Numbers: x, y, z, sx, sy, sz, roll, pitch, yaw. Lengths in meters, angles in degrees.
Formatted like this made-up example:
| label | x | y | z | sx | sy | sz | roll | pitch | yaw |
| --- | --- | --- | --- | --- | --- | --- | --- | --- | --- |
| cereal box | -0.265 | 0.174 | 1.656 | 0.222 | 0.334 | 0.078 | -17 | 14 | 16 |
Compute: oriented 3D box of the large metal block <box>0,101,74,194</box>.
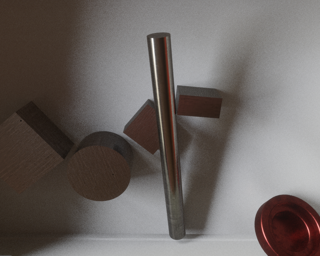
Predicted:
| label | x | y | z | sx | sy | sz | roll | pitch | yaw |
| --- | --- | --- | --- | --- | --- | --- | --- | --- | --- |
| large metal block | -0.176 | 0.025 | 0.405 | 0.080 | 0.050 | 0.080 | -37 | 106 | 12 |

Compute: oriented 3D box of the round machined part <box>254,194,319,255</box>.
| label | x | y | z | sx | sy | sz | roll | pitch | yaw |
| --- | --- | --- | --- | --- | --- | --- | --- | --- | --- |
| round machined part | 0.180 | 0.148 | 0.440 | 0.099 | 0.098 | 0.042 | 13 | 145 | -5 |

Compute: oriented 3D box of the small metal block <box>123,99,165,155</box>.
| label | x | y | z | sx | sy | sz | roll | pitch | yaw |
| --- | --- | --- | --- | --- | --- | --- | --- | --- | --- |
| small metal block | -0.012 | -0.001 | 0.411 | 0.050 | 0.025 | 0.050 | 38 | 105 | -13 |

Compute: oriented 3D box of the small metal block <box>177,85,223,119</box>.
| label | x | y | z | sx | sy | sz | roll | pitch | yaw |
| --- | --- | --- | --- | --- | --- | --- | --- | --- | --- |
| small metal block | 0.046 | -0.034 | 0.386 | 0.050 | 0.050 | 0.025 | 5 | 110 | -2 |

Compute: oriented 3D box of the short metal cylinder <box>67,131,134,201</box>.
| label | x | y | z | sx | sy | sz | roll | pitch | yaw |
| --- | --- | --- | --- | --- | --- | --- | --- | --- | --- |
| short metal cylinder | -0.078 | 0.050 | 0.415 | 0.081 | 0.050 | 0.079 | 0 | 110 | -1 |

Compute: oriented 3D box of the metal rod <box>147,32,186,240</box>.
| label | x | y | z | sx | sy | sz | roll | pitch | yaw |
| --- | --- | --- | --- | --- | --- | --- | --- | --- | --- |
| metal rod | 0.013 | 0.031 | 0.398 | 0.025 | 0.025 | 0.298 | -5 | 119 | 1 |
